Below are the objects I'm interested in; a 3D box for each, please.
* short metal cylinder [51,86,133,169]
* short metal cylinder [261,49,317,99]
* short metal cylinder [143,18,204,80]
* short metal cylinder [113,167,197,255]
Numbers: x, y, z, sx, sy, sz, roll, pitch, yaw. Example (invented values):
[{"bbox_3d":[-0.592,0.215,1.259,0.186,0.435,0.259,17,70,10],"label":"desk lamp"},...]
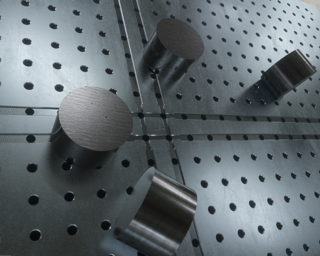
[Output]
[{"bbox_3d":[-0.077,0.000,0.352,0.081,0.050,0.080,14,56,-21],"label":"short metal cylinder"},{"bbox_3d":[0.232,-0.096,0.560,0.081,0.080,0.050,-26,76,-37],"label":"short metal cylinder"},{"bbox_3d":[0.021,-0.122,0.479,0.081,0.050,0.080,14,56,-21],"label":"short metal cylinder"},{"bbox_3d":[-0.006,0.087,0.318,0.050,0.080,0.080,32,52,-9],"label":"short metal cylinder"}]
